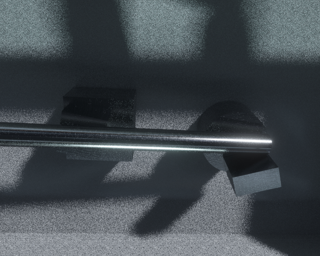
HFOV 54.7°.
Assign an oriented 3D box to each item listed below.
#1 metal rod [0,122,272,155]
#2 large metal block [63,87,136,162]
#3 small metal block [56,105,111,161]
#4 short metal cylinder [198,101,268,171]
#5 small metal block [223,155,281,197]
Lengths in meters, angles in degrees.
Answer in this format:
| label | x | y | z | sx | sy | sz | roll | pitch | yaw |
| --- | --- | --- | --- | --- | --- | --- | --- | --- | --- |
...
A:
| label | x | y | z | sx | sy | sz | roll | pitch | yaw |
| --- | --- | --- | --- | --- | --- | --- | --- | --- | --- |
| metal rod | -0.024 | 0.012 | 0.339 | 0.302 | 0.025 | 0.025 | 3 | 110 | -10 |
| large metal block | -0.073 | -0.006 | 0.392 | 0.081 | 0.050 | 0.079 | 2 | 110 | -2 |
| small metal block | -0.088 | 0.005 | 0.357 | 0.050 | 0.025 | 0.050 | 12 | 109 | -5 |
| short metal cylinder | 0.092 | 0.010 | 0.401 | 0.081 | 0.050 | 0.079 | 0 | 110 | -1 |
| small metal block | 0.106 | 0.051 | 0.362 | 0.050 | 0.050 | 0.025 | -14 | 110 | 4 |
